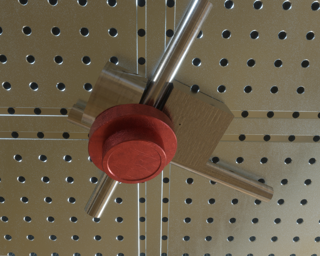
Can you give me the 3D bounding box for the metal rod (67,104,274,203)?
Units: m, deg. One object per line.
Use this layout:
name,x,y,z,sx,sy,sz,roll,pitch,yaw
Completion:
metal rod,0.021,0.038,0.427,0.302,0.025,0.025,23,108,-9

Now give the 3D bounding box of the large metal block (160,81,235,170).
large metal block,0.034,-0.005,0.395,0.080,0.050,0.080,24,108,-9

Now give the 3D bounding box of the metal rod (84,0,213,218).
metal rod,-0.019,-0.018,0.386,0.025,0.025,0.298,27,100,-10

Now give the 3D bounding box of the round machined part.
round machined part,-0.029,0.024,0.343,0.099,0.042,0.097,-5,130,-5

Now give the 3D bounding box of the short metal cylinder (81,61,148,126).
short metal cylinder,-0.054,-0.033,0.371,0.050,0.080,0.080,24,108,-9
